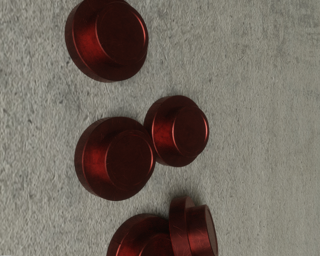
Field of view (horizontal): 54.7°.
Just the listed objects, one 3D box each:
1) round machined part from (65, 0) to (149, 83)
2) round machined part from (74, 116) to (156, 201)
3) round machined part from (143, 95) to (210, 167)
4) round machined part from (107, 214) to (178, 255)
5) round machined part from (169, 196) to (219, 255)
[{"bbox_3d":[-0.052,-0.102,0.350,0.099,0.042,0.097,0,90,-40],"label":"round machined part"},{"bbox_3d":[-0.044,0.035,0.357,0.099,0.042,0.097,0,90,-40],"label":"round machined part"},{"bbox_3d":[0.029,0.004,0.417,0.099,0.042,0.097,0,90,-40],"label":"round machined part"},{"bbox_3d":[-0.013,0.159,0.383,0.099,0.042,0.097,0,90,-40],"label":"round machined part"},{"bbox_3d":[0.047,0.137,0.400,0.098,0.042,0.097,-15,90,-77],"label":"round machined part"}]
